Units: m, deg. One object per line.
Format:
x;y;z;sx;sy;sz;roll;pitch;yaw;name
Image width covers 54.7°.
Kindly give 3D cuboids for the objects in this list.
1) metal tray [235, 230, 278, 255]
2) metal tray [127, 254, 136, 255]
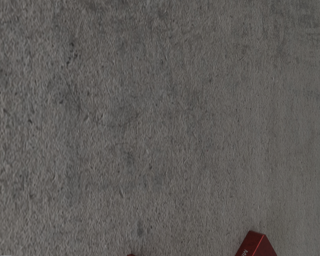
0.155;0.256;0.531;0.131;0.030;0.090;-47;118;-30;metal tray
-0.017;0.232;0.387;0.130;0.030;0.090;51;60;-28;metal tray
